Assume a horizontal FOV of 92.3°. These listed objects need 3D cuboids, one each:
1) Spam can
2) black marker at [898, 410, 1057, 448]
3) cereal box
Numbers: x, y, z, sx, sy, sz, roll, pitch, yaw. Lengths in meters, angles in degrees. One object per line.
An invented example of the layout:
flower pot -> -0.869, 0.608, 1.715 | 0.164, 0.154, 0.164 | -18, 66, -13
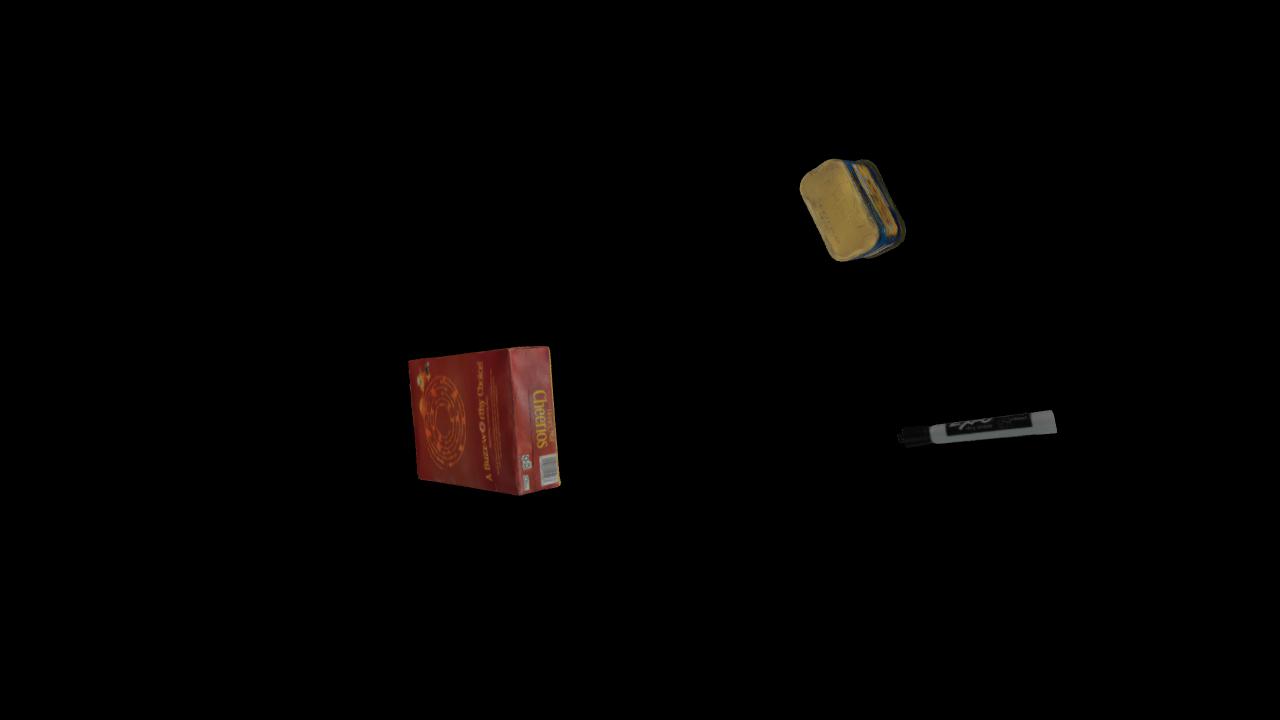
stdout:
Spam can -> 0.215, -0.151, 0.621 | 0.058, 0.101, 0.085 | -28, -6, 39
black marker -> 0.285, 0.061, 0.528 | 0.121, 0.020, 0.020 | -13, -7, 34
cereal box -> -0.249, 0.089, 0.944 | 0.081, 0.203, 0.306 | -5, -1, -45
